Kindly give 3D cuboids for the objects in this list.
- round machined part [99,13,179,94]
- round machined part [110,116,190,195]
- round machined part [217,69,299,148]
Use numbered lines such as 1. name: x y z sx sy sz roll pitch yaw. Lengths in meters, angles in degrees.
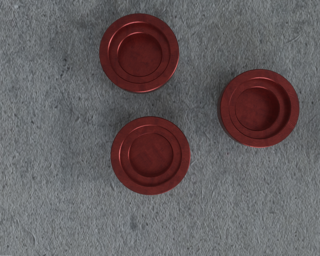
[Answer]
1. round machined part: -0.026 -0.093 0.401 0.099 0.042 0.097 0 90 0
2. round machined part: -0.012 0.034 0.401 0.099 0.042 0.097 0 90 0
3. round machined part: 0.123 -0.024 0.402 0.099 0.042 0.097 0 90 0
